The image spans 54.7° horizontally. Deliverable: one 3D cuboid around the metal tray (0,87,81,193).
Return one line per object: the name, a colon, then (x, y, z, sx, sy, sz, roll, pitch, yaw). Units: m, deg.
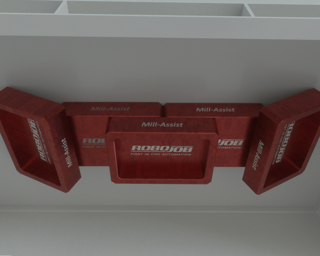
metal tray: (-0.155, 0.018, 0.394, 0.090, 0.030, 0.129, 17, 133, 19)

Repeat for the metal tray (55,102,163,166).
metal tray: (-0.062, 0.010, 0.413, 0.131, 0.030, 0.089, 0, 130, 0)

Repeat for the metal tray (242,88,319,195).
metal tray: (0.160, 0.020, 0.397, 0.091, 0.030, 0.129, -19, 134, -21)

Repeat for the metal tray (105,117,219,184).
metal tray: (0.002, 0.030, 0.390, 0.131, 0.030, 0.089, 1, 130, -1)

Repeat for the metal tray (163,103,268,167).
metal tray: (0.069, 0.011, 0.415, 0.131, 0.030, 0.089, 0, 130, 0)
